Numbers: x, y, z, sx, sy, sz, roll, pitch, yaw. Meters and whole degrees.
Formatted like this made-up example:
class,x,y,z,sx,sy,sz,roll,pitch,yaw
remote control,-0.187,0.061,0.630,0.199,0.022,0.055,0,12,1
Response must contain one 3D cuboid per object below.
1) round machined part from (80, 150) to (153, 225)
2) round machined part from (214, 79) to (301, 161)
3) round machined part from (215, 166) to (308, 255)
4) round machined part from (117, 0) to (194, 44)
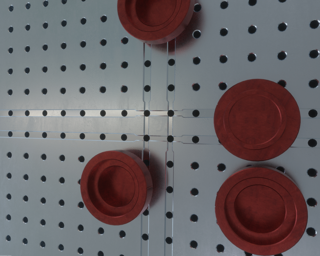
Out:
class,x,y,z,sx,sy,sz,roll,pitch,yaw
round machined part,-0.055,0.078,0.424,0.098,0.042,0.097,0,90,20
round machined part,0.112,-0.009,0.364,0.098,0.042,0.097,0,90,20
round machined part,0.117,0.092,0.362,0.098,0.042,0.097,0,90,20
round machined part,-0.002,-0.158,0.405,0.098,0.042,0.097,0,90,20
